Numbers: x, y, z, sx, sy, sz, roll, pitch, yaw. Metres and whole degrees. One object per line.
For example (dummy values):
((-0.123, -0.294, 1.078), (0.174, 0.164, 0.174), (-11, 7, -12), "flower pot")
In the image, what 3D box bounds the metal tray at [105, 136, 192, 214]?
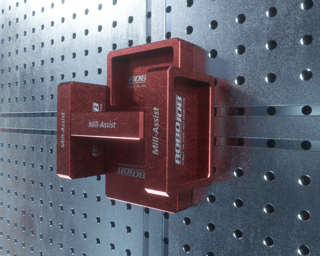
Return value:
((-0.020, 0.057, 0.418), (0.130, 0.030, 0.089), (1, 91, 39), "metal tray")

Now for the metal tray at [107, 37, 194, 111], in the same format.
((-0.018, -0.064, 0.418), (0.130, 0.030, 0.089), (1, 91, 39), "metal tray")

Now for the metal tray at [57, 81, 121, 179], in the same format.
((-0.100, 0.003, 0.446), (0.030, 0.091, 0.129), (1, 91, 40), "metal tray")

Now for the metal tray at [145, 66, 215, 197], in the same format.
((0.025, 0.003, 0.344), (0.030, 0.091, 0.129), (1, 91, 40), "metal tray")

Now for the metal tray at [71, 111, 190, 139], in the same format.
((-0.039, -0.004, 0.395), (0.130, 0.091, 0.030), (1, 91, 39), "metal tray")
